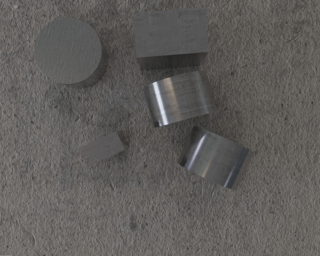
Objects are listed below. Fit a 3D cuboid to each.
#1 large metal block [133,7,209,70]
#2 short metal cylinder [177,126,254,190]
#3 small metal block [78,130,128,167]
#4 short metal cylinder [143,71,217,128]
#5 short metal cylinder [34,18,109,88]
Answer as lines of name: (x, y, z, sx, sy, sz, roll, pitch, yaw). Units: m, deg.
large metal block: (0.012, -0.106, 0.382, 0.081, 0.080, 0.050, -5, 90, 0)
short metal cylinder: (0.068, 0.036, 0.383, 0.080, 0.080, 0.050, 25, 90, 0)
small metal block: (-0.070, 0.025, 0.397, 0.050, 0.050, 0.025, -25, 90, 0)
short metal cylinder: (0.025, -0.034, 0.383, 0.080, 0.080, 0.050, -15, 90, 0)
short metal cylinder: (-0.110, -0.093, 0.396, 0.081, 0.050, 0.079, 0, 90, 0)
